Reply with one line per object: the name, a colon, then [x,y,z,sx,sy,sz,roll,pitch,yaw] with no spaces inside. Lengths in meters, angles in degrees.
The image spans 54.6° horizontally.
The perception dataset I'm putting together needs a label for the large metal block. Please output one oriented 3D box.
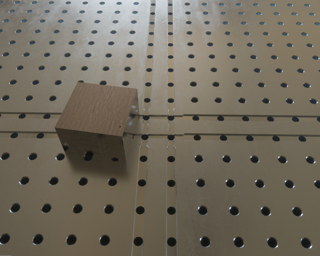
large metal block: [-0.076,-0.010,0.400,0.080,0.050,0.080,7,50,6]
